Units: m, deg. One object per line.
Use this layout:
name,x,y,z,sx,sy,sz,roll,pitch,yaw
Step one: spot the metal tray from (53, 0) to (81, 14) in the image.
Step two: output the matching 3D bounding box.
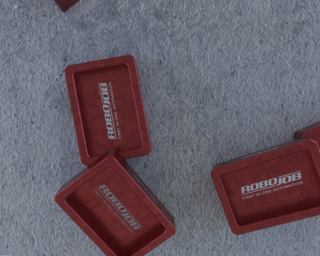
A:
metal tray,-0.160,-0.217,0.387,0.030,0.090,0.130,-39,89,-1

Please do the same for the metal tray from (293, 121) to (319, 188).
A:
metal tray,0.258,0.022,0.409,0.131,0.030,0.090,-24,90,0

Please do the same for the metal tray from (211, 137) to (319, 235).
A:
metal tray,0.141,0.074,0.392,0.130,0.030,0.090,-20,91,14

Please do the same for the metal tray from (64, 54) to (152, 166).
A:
metal tray,-0.066,-0.023,0.406,0.091,0.030,0.129,-10,90,0

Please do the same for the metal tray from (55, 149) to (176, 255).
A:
metal tray,-0.053,0.103,0.389,0.090,0.030,0.130,-37,102,6
